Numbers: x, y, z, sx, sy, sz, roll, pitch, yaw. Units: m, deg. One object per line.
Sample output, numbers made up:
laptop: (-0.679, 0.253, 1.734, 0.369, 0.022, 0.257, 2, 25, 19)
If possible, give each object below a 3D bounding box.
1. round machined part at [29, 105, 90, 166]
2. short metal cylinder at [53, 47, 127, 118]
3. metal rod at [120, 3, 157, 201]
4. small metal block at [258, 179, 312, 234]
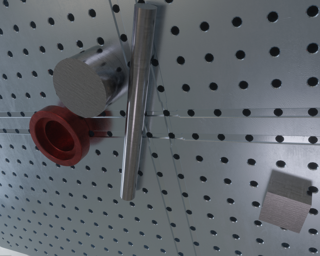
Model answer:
round machined part: (-0.151, 0.008, 0.485, 0.098, 0.042, 0.097, 13, 124, 21)
short metal cylinder: (-0.091, -0.060, 0.405, 0.080, 0.050, 0.079, 13, 124, 21)
metal rod: (-0.034, -0.011, 0.421, 0.025, 0.025, 0.298, 20, 126, 16)
small metal block: (0.157, 0.098, 0.389, 0.050, 0.025, 0.050, 16, 125, 19)
